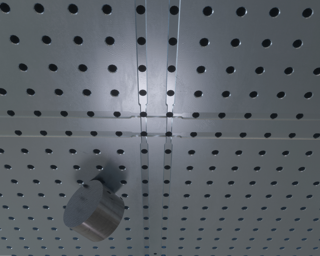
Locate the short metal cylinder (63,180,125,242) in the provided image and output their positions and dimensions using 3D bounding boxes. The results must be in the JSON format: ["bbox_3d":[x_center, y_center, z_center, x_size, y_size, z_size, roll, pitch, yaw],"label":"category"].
[{"bbox_3d":[-0.103,0.129,0.484,0.080,0.080,0.050,-28,125,22],"label":"short metal cylinder"}]
